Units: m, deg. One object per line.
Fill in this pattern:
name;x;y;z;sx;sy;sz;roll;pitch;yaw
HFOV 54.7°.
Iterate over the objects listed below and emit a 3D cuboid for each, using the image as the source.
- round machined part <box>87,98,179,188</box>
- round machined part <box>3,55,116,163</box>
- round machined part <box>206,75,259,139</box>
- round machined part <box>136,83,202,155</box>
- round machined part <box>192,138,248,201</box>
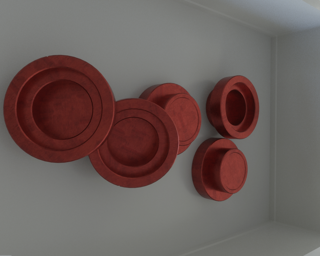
round machined part;-0.031;0.015;0.351;0.099;0.042;0.097;-1;97;-9
round machined part;-0.091;-0.017;0.298;0.099;0.042;0.097;0;89;-3
round machined part;0.111;-0.032;0.488;0.099;0.042;0.097;0;90;-40
round machined part;0.017;-0.011;0.409;0.099;0.042;0.097;0;90;-40
round machined part;0.098;0.064;0.478;0.099;0.042;0.097;0;90;-40
